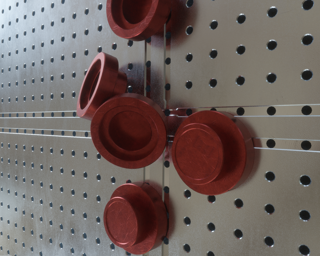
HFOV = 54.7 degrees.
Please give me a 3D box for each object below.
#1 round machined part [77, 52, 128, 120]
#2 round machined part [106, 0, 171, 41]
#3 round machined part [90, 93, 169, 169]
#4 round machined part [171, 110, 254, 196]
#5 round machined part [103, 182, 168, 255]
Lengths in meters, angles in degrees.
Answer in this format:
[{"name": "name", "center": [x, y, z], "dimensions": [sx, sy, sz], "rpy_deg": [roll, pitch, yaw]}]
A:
[{"name": "round machined part", "center": [-0.081, -0.056, 0.446], "dimensions": [0.098, 0.042, 0.098], "rpy_deg": [-39, 41, 45]}, {"name": "round machined part", "center": [-0.024, -0.166, 0.416], "dimensions": [0.098, 0.042, 0.097], "rpy_deg": [0, 90, 39]}, {"name": "round machined part", "center": [-0.037, 0.001, 0.407], "dimensions": [0.099, 0.042, 0.097], "rpy_deg": [3, 111, 8]}, {"name": "round machined part", "center": [0.052, 0.028, 0.354], "dimensions": [0.098, 0.042, 0.097], "rpy_deg": [0, 90, 39]}, {"name": "round machined part", "center": [-0.041, 0.126, 0.430], "dimensions": [0.098, 0.042, 0.097], "rpy_deg": [0, 90, 39]}]
